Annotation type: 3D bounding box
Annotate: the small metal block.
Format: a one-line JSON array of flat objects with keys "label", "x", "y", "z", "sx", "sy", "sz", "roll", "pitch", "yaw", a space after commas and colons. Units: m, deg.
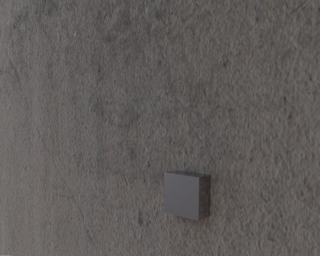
[{"label": "small metal block", "x": 0.033, "y": 0.081, "z": 0.379, "sx": 0.050, "sy": 0.025, "sz": 0.050, "roll": 2, "pitch": 91, "yaw": 40}]
